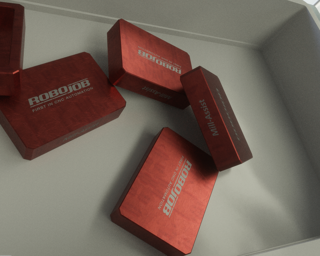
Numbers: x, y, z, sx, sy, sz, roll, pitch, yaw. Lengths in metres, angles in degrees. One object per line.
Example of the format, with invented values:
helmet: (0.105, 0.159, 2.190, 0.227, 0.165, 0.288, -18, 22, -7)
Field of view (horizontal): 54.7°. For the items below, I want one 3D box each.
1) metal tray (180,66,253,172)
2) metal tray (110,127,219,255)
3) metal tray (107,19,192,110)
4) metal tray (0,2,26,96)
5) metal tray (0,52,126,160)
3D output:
metal tray: (0.078, -0.012, 0.414, 0.090, 0.030, 0.129, 1, 66, -65)
metal tray: (0.012, 0.072, 0.367, 0.090, 0.030, 0.130, 34, 51, -6)
metal tray: (-0.008, -0.085, 0.431, 0.131, 0.030, 0.090, 16, 54, -37)
metal tray: (-0.194, -0.090, 0.327, 0.091, 0.030, 0.130, 0, 49, -20)
metal tray: (-0.116, -0.031, 0.360, 0.131, 0.030, 0.090, -30, 79, -38)
